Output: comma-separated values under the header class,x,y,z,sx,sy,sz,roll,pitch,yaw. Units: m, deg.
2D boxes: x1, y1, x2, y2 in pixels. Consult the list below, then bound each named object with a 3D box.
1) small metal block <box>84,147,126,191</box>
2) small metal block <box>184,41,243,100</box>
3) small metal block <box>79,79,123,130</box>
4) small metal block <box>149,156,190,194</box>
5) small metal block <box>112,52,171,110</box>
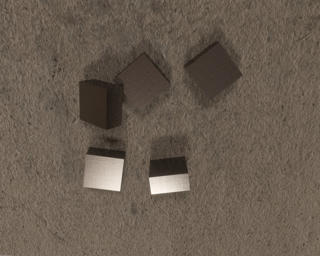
class,x,y,z,sx,sy,sz,roll,pitch,yaw
small metal block,-0.076,0.057,0.430,0.050,0.025,0.050,8,110,-4
small metal block,0.065,-0.072,0.384,0.050,0.025,0.050,-37,106,12
small metal block,-0.074,-0.030,0.384,0.050,0.025,0.050,19,115,35
small metal block,0.012,0.063,0.420,0.050,0.050,0.025,-6,110,2
small metal block,-0.022,-0.059,0.388,0.050,0.025,0.050,-38,106,12
